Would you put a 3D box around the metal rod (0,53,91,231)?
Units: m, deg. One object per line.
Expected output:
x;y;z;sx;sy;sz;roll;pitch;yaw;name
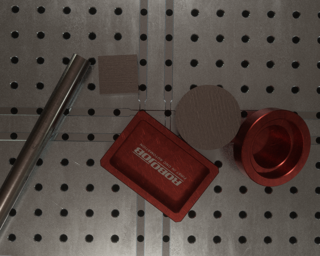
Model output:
-0.174;0.039;0.411;0.025;0.025;0.299;28;90;-1;metal rod

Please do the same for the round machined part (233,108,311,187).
0.138;0.022;0.397;0.099;0.042;0.097;-3;102;-16;round machined part

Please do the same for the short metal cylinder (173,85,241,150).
0.059;-0.013;0.402;0.081;0.050;0.079;0;90;-1;short metal cylinder

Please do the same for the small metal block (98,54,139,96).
-0.054;-0.069;0.413;0.050;0.025;0.050;-3;90;-1;small metal block

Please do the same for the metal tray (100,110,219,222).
0.000;0.049;0.410;0.130;0.030;0.090;37;90;-1;metal tray
